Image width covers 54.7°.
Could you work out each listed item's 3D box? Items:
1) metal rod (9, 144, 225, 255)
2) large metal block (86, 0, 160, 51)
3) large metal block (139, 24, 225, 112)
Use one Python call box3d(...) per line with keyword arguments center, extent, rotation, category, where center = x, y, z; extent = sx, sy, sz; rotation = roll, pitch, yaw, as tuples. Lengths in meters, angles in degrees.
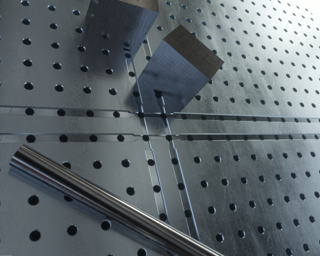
box3d(center=(-0.018, 0.104, 0.336), extent=(0.301, 0.025, 0.025), rotation=(31, 52, -8), category="metal rod")
box3d(center=(-0.056, -0.164, 0.444), extent=(0.081, 0.080, 0.050), rotation=(8, 59, -25), category="large metal block")
box3d(center=(0.029, -0.083, 0.441), extent=(0.080, 0.080, 0.050), rotation=(41, 51, -1), category="large metal block")
